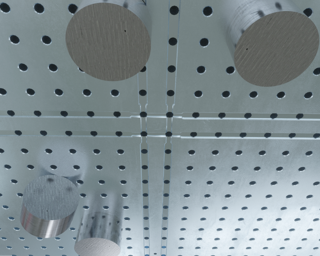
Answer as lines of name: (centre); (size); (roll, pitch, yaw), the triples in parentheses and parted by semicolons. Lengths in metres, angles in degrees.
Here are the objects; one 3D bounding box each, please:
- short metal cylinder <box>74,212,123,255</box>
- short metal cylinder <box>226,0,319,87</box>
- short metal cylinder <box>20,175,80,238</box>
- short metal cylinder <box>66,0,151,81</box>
short metal cylinder: (-0.110, 0.198, 0.562); (0.081, 0.050, 0.079); (0, 130, 0)
short metal cylinder: (0.113, -0.090, 0.320); (0.081, 0.050, 0.079); (0, 130, 0)
short metal cylinder: (-0.169, 0.119, 0.475); (0.081, 0.080, 0.050); (16, 128, -14)
short metal cylinder: (-0.049, -0.095, 0.314); (0.081, 0.050, 0.079); (0, 130, 0)
